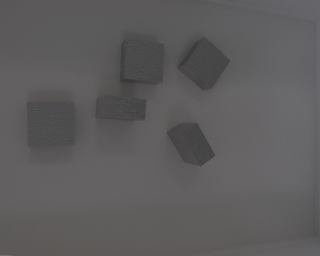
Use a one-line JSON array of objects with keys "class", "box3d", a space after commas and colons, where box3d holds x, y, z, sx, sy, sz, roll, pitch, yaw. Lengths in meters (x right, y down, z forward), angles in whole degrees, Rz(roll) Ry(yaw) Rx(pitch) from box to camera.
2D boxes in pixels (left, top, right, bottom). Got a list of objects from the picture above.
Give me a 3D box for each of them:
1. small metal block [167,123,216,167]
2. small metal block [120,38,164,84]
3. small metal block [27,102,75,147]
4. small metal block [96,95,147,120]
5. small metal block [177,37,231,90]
[{"class": "small metal block", "box3d": [0.040, 0.021, 0.412, 0.025, 0.050, 0.050, -34, 101, -17]}, {"class": "small metal block", "box3d": [-0.023, -0.085, 0.402, 0.050, 0.025, 0.050, 3, 89, -20]}, {"class": "small metal block", "box3d": [-0.127, -0.005, 0.363, 0.050, 0.025, 0.050, -2, 91, -20]}, {"class": "small metal block", "box3d": [-0.049, -0.023, 0.379, 0.050, 0.050, 0.025, 4, 89, -20]}, {"class": "small metal block", "box3d": [0.061, -0.089, 0.433, 0.050, 0.025, 0.050, 38, 78, -16]}]
